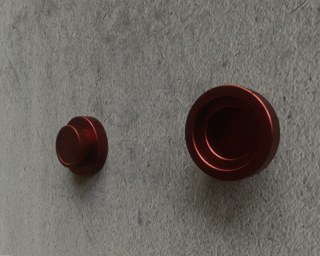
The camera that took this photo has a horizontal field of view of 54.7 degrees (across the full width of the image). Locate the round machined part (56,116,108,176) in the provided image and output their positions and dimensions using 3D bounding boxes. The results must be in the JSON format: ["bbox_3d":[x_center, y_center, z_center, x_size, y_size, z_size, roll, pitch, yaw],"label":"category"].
[{"bbox_3d":[-0.133,0.029,0.504,0.098,0.042,0.097,0,90,40],"label":"round machined part"}]

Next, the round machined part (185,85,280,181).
[{"bbox_3d":[0.079,0.005,0.329,0.098,0.042,0.097,0,90,40],"label":"round machined part"}]
